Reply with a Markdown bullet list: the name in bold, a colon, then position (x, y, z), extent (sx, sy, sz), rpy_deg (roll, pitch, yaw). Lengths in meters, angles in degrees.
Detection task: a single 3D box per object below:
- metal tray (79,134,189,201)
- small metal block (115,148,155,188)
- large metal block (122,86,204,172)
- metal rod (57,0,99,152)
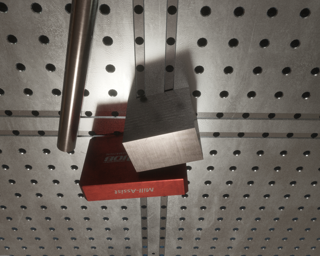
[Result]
- **metal tray**: position (-0.031, 0.047, 0.408), extent (0.131, 0.090, 0.030), rpy_deg (-5, 130, 3)
- **small metal block**: position (-0.034, 0.057, 0.443), extent (0.050, 0.050, 0.025), rpy_deg (-5, 130, 4)
- **large metal block**: position (0.004, 0.000, 0.376), extent (0.080, 0.080, 0.050), rpy_deg (-12, 129, 9)
- **metal rod**: position (-0.088, -0.085, 0.338), extent (0.025, 0.025, 0.298), rpy_deg (12, 129, -11)
